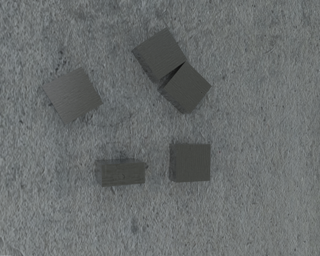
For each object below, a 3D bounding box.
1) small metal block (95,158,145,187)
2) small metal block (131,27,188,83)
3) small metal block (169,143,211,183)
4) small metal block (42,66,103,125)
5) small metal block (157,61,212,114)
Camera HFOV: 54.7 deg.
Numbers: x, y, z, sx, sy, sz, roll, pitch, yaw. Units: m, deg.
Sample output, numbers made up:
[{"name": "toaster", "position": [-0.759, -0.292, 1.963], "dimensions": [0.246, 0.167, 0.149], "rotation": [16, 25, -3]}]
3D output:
[{"name": "small metal block", "position": [-0.050, 0.053, 0.377], "dimensions": [0.050, 0.050, 0.025], "rotation": [-1, 91, -20]}, {"name": "small metal block", "position": [-0.001, -0.096, 0.408], "dimensions": [0.050, 0.025, 0.050], "rotation": [-38, 102, -16]}, {"name": "small metal block", "position": [0.041, 0.047, 0.424], "dimensions": [0.050, 0.025, 0.050], "rotation": [1, 90, -20]}, {"name": "small metal block", "position": [-0.104, -0.038, 0.370], "dimensions": [0.050, 0.025, 0.050], "rotation": [-32, 101, -17]}, {"name": "small metal block", "position": [0.033, -0.054, 0.421], "dimensions": [0.050, 0.025, 0.050], "rotation": [42, 77, -16]}]
